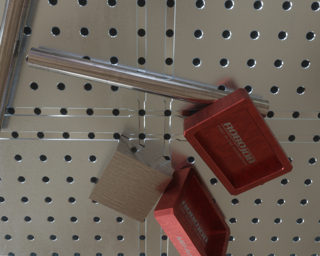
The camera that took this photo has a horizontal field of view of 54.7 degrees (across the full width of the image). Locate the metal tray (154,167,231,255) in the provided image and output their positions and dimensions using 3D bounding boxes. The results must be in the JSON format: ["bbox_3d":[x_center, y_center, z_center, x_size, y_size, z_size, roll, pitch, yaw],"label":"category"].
[{"bbox_3d":[0.050,0.131,0.425,0.030,0.090,0.130,-20,111,32],"label":"metal tray"}]

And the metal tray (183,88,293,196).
[{"bbox_3d":[0.101,0.023,0.403,0.090,0.030,0.130,-30,116,20],"label":"metal tray"}]

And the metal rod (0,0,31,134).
[{"bbox_3d":[-0.171,-0.126,0.364,0.025,0.025,0.298,20,109,-8],"label":"metal rod"}]

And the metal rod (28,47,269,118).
[{"bbox_3d":[-0.010,-0.055,0.392,0.302,0.025,0.025,12,110,-5],"label":"metal rod"}]

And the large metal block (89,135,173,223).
[{"bbox_3d":[-0.039,0.070,0.425,0.080,0.050,0.080,28,107,-10],"label":"large metal block"}]
